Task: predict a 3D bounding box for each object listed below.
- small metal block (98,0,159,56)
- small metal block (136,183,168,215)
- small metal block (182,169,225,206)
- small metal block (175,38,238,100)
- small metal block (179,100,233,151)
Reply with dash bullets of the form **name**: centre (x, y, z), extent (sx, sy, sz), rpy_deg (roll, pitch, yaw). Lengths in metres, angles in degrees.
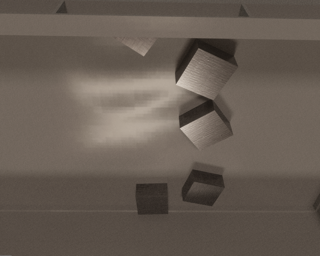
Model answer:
- **small metal block**: centre (-0.029, -0.104, 0.303), extent (0.050, 0.050, 0.025), rpy_deg (28, 124, -22)
- **small metal block**: centre (-0.012, 0.117, 0.509), extent (0.050, 0.025, 0.050), rpy_deg (-2, 130, 1)
- **small metal block**: centre (0.068, 0.096, 0.492), extent (0.050, 0.025, 0.050), rpy_deg (13, 129, -11)
- **small metal block**: centre (0.052, -0.066, 0.354), extent (0.050, 0.025, 0.050), rpy_deg (20, 127, -17)
- **small metal block**: centre (0.060, -0.003, 0.407), extent (0.050, 0.025, 0.050), rpy_deg (-29, 125, 22)
